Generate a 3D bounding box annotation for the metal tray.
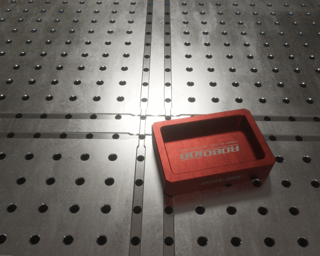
[{"bbox_3d":[0.061,0.026,0.383,0.131,0.030,0.090,-9,51,-8],"label":"metal tray"}]
